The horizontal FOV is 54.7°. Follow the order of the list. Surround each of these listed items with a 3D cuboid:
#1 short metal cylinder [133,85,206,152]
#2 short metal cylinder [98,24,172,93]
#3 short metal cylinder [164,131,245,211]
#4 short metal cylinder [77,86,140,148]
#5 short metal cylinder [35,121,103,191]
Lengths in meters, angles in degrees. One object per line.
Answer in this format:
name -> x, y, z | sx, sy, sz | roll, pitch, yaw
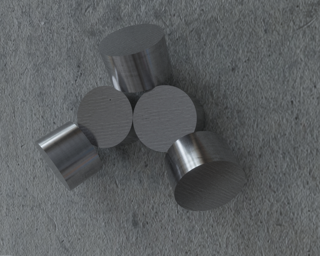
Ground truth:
short metal cylinder -> 0.013, -0.011, 0.392 | 0.080, 0.050, 0.080 | 0, 90, 20
short metal cylinder -> -0.029, -0.088, 0.385 | 0.080, 0.080, 0.050 | 2, 133, 20
short metal cylinder -> 0.050, 0.050, 0.357 | 0.080, 0.080, 0.050 | -39, 36, 16
short metal cylinder -> -0.063, -0.014, 0.419 | 0.080, 0.050, 0.080 | 0, 90, 20
short metal cylinder -> -0.123, 0.038, 0.418 | 0.050, 0.080, 0.080 | -36, 75, -24
